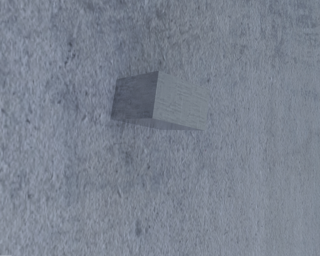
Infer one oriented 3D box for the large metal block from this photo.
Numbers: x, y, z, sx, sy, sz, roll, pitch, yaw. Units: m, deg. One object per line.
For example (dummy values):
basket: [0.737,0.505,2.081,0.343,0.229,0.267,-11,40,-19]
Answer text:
large metal block: [0.000,-0.028,0.371,0.081,0.080,0.050,12,82,-40]
